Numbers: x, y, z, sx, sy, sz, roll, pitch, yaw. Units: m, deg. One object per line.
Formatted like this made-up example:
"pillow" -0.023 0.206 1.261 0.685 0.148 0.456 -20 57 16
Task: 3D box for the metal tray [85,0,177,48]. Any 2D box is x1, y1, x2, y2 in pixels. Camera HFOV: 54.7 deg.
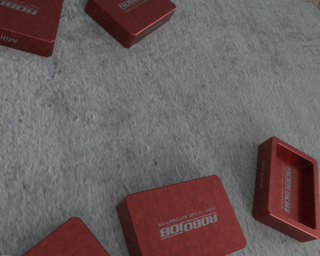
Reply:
"metal tray" -0.043 -0.191 0.496 0.090 0.030 0.131 42 51 0

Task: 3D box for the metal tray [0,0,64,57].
"metal tray" -0.195 -0.147 0.386 0.131 0.030 0.090 12 57 -22

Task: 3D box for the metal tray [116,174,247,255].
"metal tray" 0.026 0.110 0.349 0.131 0.030 0.090 -6 65 -31

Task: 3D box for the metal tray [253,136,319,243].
"metal tray" 0.186 0.086 0.450 0.090 0.030 0.130 28 52 -11

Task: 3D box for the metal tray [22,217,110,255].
"metal tray" -0.071 0.156 0.268 0.130 0.030 0.091 49 51 6
